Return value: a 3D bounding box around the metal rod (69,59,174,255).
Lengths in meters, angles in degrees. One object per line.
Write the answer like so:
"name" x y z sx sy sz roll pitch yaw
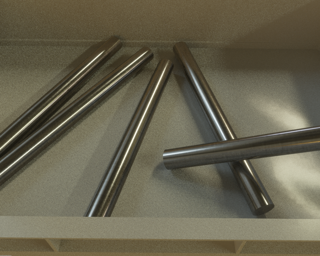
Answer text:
"metal rod" -0.033 0.011 0.395 0.025 0.025 0.300 13 51 10

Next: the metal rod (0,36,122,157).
"metal rod" -0.148 -0.044 0.440 0.025 0.025 0.301 23 54 18

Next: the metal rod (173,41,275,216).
"metal rod" 0.072 -0.023 0.425 0.025 0.025 0.300 -11 51 -10

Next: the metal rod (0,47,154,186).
"metal rod" -0.109 -0.029 0.428 0.025 0.025 0.301 29 56 22

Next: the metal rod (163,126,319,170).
"metal rod" 0.145 0.013 0.318 0.301 0.025 0.025 -11 46 23
